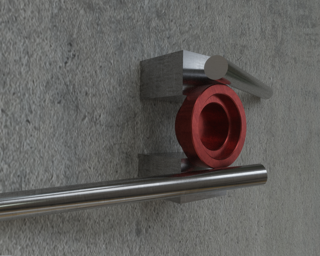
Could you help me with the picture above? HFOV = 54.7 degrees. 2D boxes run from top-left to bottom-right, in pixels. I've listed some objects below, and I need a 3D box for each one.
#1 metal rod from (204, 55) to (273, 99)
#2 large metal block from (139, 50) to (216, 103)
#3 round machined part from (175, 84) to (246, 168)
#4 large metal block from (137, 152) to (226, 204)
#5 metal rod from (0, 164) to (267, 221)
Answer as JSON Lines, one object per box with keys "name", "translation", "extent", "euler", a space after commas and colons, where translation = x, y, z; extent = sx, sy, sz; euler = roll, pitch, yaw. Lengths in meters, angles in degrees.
{"name": "metal rod", "translation": [0.127, -0.063, 0.445], "extent": [0.301, 0.025, 0.025], "euler": [-2, 92, -62]}
{"name": "large metal block", "translation": [0.030, -0.061, 0.397], "extent": [0.081, 0.080, 0.050], "euler": [1, 89, -40]}
{"name": "round machined part", "translation": [0.056, -0.002, 0.368], "extent": [0.099, 0.042, 0.097], "euler": [0, 90, -40]}
{"name": "large metal block", "translation": [0.028, 0.059, 0.396], "extent": [0.081, 0.080, 0.050], "euler": [1, 89, -40]}
{"name": "metal rod", "translation": [-0.027, 0.063, 0.313], "extent": [0.303, 0.025, 0.025], "euler": [-4, 93, -18]}
